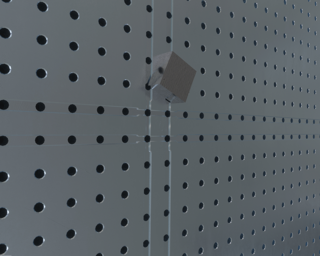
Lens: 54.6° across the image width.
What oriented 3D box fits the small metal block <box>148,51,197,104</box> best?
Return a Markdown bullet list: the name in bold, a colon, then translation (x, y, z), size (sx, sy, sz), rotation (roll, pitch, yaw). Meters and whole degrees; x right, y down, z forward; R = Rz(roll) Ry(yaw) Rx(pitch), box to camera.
- **small metal block**: translation (0.018, -0.068, 0.423), size (0.050, 0.025, 0.050), rotation (32, 70, -35)
